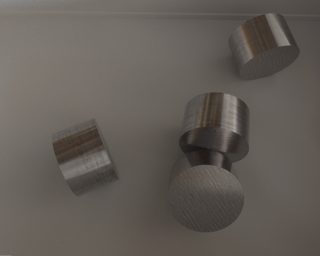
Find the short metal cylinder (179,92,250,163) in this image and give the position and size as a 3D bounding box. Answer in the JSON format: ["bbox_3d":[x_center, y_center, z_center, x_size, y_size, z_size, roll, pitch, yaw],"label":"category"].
[{"bbox_3d":[0.067,0.002,0.374,0.080,0.080,0.050,10,55,4],"label":"short metal cylinder"}]

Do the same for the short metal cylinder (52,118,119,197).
[{"bbox_3d":[-0.087,0.034,0.367,0.050,0.080,0.080,-22,72,-8],"label":"short metal cylinder"}]

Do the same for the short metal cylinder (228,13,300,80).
[{"bbox_3d":[0.139,-0.108,0.421,0.081,0.080,0.050,-13,71,-5],"label":"short metal cylinder"}]

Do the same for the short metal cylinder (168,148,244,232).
[{"bbox_3d":[0.050,0.069,0.351,0.080,0.050,0.079,1,106,4],"label":"short metal cylinder"}]
